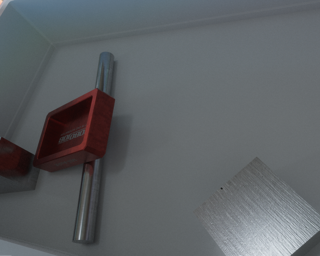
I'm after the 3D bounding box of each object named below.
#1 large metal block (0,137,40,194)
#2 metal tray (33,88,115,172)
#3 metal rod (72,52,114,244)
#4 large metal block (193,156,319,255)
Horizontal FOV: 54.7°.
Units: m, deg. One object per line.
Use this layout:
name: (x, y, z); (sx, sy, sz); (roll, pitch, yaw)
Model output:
large metal block: (-0.238, 0.059, 0.457); (0.080, 0.080, 0.050); (-10, 58, 22)
metal tray: (-0.122, 0.007, 0.435); (0.130, 0.030, 0.090); (-18, 55, 38)
metal rod: (-0.091, 0.008, 0.446); (0.025, 0.025, 0.299); (-13, 56, 21)
large metal block: (0.092, 0.088, 0.287); (0.080, 0.050, 0.080); (-41, 51, 0)
